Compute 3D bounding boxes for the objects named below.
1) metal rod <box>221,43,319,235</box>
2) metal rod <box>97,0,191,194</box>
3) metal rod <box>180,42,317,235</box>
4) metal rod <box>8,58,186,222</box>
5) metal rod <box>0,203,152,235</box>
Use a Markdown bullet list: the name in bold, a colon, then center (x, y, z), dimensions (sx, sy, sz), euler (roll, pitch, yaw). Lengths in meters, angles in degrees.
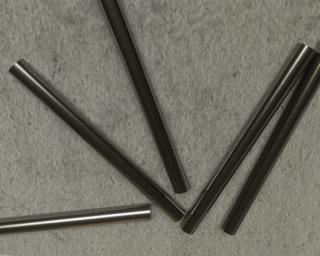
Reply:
- **metal rod**: center (0.157, 0.022, 0.420), dimensions (0.025, 0.025, 0.298), euler (20, 109, -8)
- **metal rod**: center (-0.019, -0.045, 0.392), dimensions (0.025, 0.025, 0.298), euler (-19, 109, 6)
- **metal rod**: center (0.110, 0.026, 0.421), dimensions (0.025, 0.025, 0.298), euler (26, 108, -10)
- **metal rod**: center (-0.074, 0.026, 0.418), dimensions (0.025, 0.025, 0.300), euler (-41, 106, 13)
- **metal rod**: center (-0.164, 0.139, 0.458), dimensions (0.302, 0.025, 0.025), euler (-6, 110, 1)
